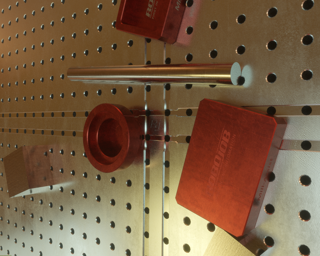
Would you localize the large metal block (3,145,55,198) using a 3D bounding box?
[{"bbox_3d":[-0.255,0.084,0.600,0.080,0.050,0.080,-25,75,37],"label":"large metal block"}]

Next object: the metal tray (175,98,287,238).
[{"bbox_3d":[0.074,0.040,0.344,0.090,0.030,0.129,21,103,37],"label":"metal tray"}]

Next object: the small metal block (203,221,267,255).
[{"bbox_3d":[0.080,0.141,0.342,0.050,0.025,0.050,34,111,34],"label":"small metal block"}]

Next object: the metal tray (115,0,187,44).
[{"bbox_3d":[-0.006,-0.185,0.408,0.090,0.030,0.129,25,106,36],"label":"metal tray"}]

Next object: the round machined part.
[{"bbox_3d":[-0.064,0.014,0.449,0.098,0.042,0.097,0,90,39],"label":"round machined part"}]

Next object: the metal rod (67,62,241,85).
[{"bbox_3d":[-0.032,-0.076,0.433,0.300,0.025,0.025,8,95,39],"label":"metal rod"}]
